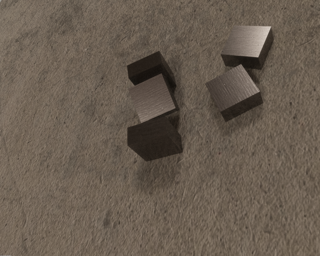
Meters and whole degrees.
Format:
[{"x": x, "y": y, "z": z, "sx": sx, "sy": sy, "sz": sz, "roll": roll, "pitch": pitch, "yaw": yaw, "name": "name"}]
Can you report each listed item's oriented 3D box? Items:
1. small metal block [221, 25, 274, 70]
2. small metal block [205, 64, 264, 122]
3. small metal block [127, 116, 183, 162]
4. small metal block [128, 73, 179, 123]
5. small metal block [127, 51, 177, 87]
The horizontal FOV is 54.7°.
[{"x": 0.115, "y": -0.107, "z": 0.408, "sx": 0.050, "sy": 0.025, "sz": 0.050, "roll": 14, "pitch": 69, "yaw": 33, "name": "small metal block"}, {"x": 0.091, "y": -0.043, "z": 0.382, "sx": 0.050, "sy": 0.025, "sz": 0.050, "roll": -28, "pitch": 52, "yaw": 10, "name": "small metal block"}, {"x": -0.006, "y": 0.015, "z": 0.380, "sx": 0.050, "sy": 0.050, "sz": 0.025, "roll": -16, "pitch": 56, "yaw": 18, "name": "small metal block"}, {"x": -0.008, "y": -0.038, "z": 0.417, "sx": 0.050, "sy": 0.025, "sz": 0.050, "roll": -23, "pitch": 82, "yaw": 14, "name": "small metal block"}, {"x": -0.011, "y": -0.074, "z": 0.437, "sx": 0.050, "sy": 0.050, "sz": 0.025, "roll": -22, "pitch": 53, "yaw": 15, "name": "small metal block"}]
